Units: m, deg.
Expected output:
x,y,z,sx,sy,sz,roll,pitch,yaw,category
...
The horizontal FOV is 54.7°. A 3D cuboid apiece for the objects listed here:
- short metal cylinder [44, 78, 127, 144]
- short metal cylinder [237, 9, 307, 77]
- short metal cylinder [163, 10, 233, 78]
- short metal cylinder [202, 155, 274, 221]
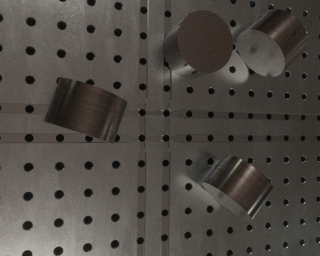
x,y,z,sx,sy,sz,roll,pitch,yaw,category
-0.083,-0.018,0.353,0.080,0.080,0.050,20,83,-19,short metal cylinder
0.159,-0.120,0.444,0.050,0.080,0.080,-43,104,-15,short metal cylinder
0.050,-0.111,0.419,0.081,0.050,0.079,0,90,-21,short metal cylinder
0.106,0.081,0.424,0.080,0.080,0.050,45,76,-15,short metal cylinder
